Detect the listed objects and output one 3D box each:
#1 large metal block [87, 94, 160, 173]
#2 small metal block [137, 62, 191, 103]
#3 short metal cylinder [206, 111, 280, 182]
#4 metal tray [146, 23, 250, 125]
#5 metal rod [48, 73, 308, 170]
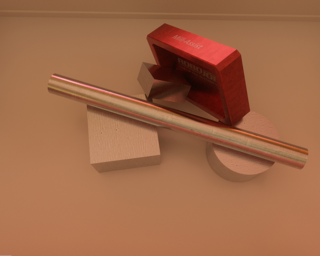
[{"bbox_3d":[-0.045,0.007,0.392,0.081,0.050,0.080,-7,70,-3],"label":"large metal block"},{"bbox_3d":[0.004,-0.058,0.394,0.050,0.025,0.050,6,32,-26],"label":"small metal block"},{"bbox_3d":[0.101,0.024,0.387,0.081,0.050,0.080,0,70,0],"label":"short metal cylinder"},{"bbox_3d":[0.044,-0.066,0.372,0.030,0.090,0.130,-39,45,-14],"label":"metal tray"},{"bbox_3d":[0.015,-0.010,0.358,0.301,0.025,0.025,17,71,5],"label":"metal rod"}]
